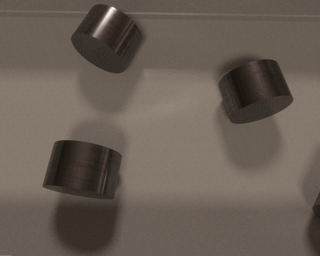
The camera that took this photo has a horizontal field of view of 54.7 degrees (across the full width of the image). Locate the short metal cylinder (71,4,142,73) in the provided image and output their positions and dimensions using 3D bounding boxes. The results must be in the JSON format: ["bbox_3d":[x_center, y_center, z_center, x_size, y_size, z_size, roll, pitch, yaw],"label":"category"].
[{"bbox_3d":[-0.072,-0.120,0.423,0.080,0.080,0.050,25,72,8],"label":"short metal cylinder"}]

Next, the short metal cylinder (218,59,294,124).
[{"bbox_3d":[0.121,-0.044,0.398,0.081,0.080,0.050,-13,71,-5],"label":"short metal cylinder"}]

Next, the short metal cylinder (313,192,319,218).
[{"bbox_3d":[0.225,0.088,0.351,0.080,0.080,0.050,30,73,10],"label":"short metal cylinder"}]

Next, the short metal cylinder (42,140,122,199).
[{"bbox_3d":[-0.089,0.051,0.361,0.080,0.080,0.050,8,70,2],"label":"short metal cylinder"}]
